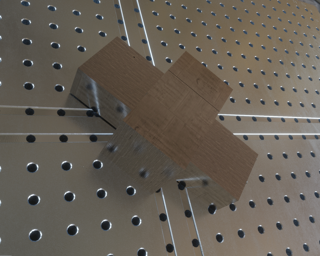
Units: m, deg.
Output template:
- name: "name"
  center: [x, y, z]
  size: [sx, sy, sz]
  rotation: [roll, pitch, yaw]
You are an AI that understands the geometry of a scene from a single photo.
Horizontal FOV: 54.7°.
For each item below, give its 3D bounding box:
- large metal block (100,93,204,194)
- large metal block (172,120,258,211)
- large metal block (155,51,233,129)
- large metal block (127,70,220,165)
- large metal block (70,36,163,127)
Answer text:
- name: "large metal block"
  center: [-0.011, 0.021, 0.356]
  size: [0.080, 0.080, 0.050]
  rotation: [39, 51, -2]
- name: "large metal block"
  center: [0.070, 0.046, 0.403]
  size: [0.080, 0.050, 0.080]
  rotation: [39, 52, -2]
- name: "large metal block"
  center: [0.036, -0.042, 0.420]
  size: [0.080, 0.080, 0.050]
  rotation: [39, 51, -2]
- name: "large metal block"
  center: [0.012, -0.011, 0.388]
  size: [0.080, 0.080, 0.050]
  rotation: [39, 51, -2]
- name: "large metal block"
  center: [-0.053, -0.057, 0.396]
  size: [0.080, 0.050, 0.080]
  rotation: [38, 52, -3]
